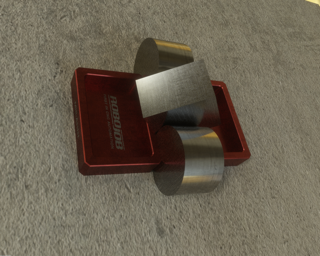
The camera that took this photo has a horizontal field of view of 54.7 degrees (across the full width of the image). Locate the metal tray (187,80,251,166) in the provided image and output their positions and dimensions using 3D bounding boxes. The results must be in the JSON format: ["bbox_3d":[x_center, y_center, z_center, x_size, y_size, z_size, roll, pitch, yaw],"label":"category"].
[{"bbox_3d":[0.068,-0.010,0.445,0.091,0.030,0.130,2,61,-28],"label":"metal tray"}]

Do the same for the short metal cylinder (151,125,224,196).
[{"bbox_3d":[0.030,0.037,0.363,0.050,0.080,0.080,2,61,-27],"label":"short metal cylinder"}]

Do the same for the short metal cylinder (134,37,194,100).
[{"bbox_3d":[0.003,-0.078,0.419,0.050,0.080,0.080,2,61,-27],"label":"short metal cylinder"}]

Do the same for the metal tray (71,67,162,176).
[{"bbox_3d":[-0.056,-0.010,0.378,0.091,0.030,0.130,2,61,-28],"label":"metal tray"}]

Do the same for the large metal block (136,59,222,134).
[{"bbox_3d":[0.025,-0.029,0.375,0.080,0.080,0.050,-17,65,9],"label":"large metal block"}]
